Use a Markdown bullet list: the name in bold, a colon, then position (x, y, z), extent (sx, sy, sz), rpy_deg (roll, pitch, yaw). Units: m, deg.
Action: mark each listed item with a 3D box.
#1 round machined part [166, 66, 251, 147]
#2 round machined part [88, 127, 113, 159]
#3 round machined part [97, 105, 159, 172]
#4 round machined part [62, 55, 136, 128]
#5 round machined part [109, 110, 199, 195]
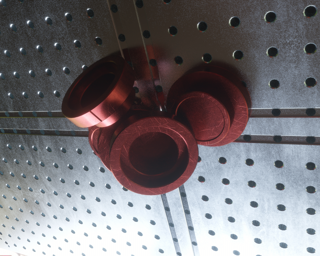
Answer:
- **round machined part**: position (0.052, -0.019, 0.360), extent (0.098, 0.042, 0.097), rpy_deg (13, 124, 20)
- **round machined part**: position (-0.061, 0.014, 0.440), extent (0.098, 0.042, 0.097), rpy_deg (13, 124, 20)
- **round machined part**: position (-0.030, 0.023, 0.398), extent (0.099, 0.042, 0.097), rpy_deg (-4, 110, -10)
- **round machined part**: position (-0.069, -0.040, 0.381), extent (0.098, 0.098, 0.042), rpy_deg (-13, 137, 33)
- **round machined part**: position (-0.009, 0.025, 0.357), extent (0.099, 0.042, 0.097), rpy_deg (-3, 113, -7)
